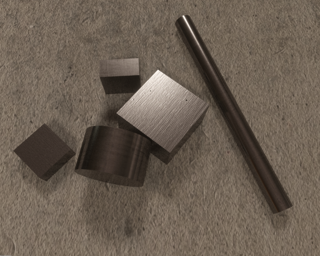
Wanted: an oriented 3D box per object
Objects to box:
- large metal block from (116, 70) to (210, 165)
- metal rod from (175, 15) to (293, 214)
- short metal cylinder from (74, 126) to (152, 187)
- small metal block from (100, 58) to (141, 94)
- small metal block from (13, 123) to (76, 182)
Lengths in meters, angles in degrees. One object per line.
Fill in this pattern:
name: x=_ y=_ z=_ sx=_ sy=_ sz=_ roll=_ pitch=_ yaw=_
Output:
large metal block: x=0.003 y=-0.013 z=0.397 sx=0.080 sy=0.050 sz=0.080 roll=36 pitch=69 yaw=12
metal rod: x=0.091 y=-0.031 z=0.420 sx=0.025 sy=0.025 sz=0.299 roll=-21 pitch=72 yaw=-8
short metal cylinder: x=-0.054 y=0.035 z=0.365 sx=0.080 sy=0.080 sz=0.050 roll=10 pitch=71 yaw=3
small metal block: x=-0.052 y=-0.069 z=0.419 sx=0.050 sy=0.050 sz=0.025 roll=-3 pitch=70 yaw=-2
small metal block: x=-0.146 y=0.031 z=0.395 sx=0.050 sy=0.025 sz=0.050 roll=41 pitch=75 yaw=13
